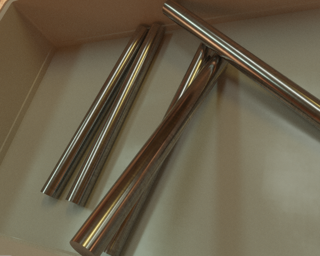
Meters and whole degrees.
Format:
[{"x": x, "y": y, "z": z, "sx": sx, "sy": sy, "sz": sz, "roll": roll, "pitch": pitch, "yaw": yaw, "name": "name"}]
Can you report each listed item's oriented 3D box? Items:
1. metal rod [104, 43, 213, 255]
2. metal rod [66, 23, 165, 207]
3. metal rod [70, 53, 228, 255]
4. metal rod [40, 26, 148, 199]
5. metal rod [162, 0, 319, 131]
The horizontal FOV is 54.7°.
[{"x": 0.005, "y": 0.013, "z": 0.394, "sx": 0.025, "sy": 0.025, "sz": 0.300, "roll": 14, "pitch": 69, "yaw": 34, "name": "metal rod"}, {"x": -0.057, "y": -0.032, "z": 0.455, "sx": 0.025, "sy": 0.025, "sz": 0.300, "roll": 9, "pitch": 66, "yaw": 32, "name": "metal rod"}, {"x": 0.013, "y": -0.001, "z": 0.327, "sx": 0.025, "sy": 0.025, "sz": 0.301, "roll": 7, "pitch": 43, "yaw": 31, "name": "metal rod"}, {"x": -0.091, "y": -0.035, "z": 0.474, "sx": 0.025, "sy": 0.025, "sz": 0.300, "roll": 14, "pitch": 69, "yaw": 34, "name": "metal rod"}, {"x": 0.101, "y": -0.084, "z": 0.379, "sx": 0.025, "sy": 0.025, "sz": 0.300, "roll": -42, "pitch": 59, "yaw": -1, "name": "metal rod"}]
